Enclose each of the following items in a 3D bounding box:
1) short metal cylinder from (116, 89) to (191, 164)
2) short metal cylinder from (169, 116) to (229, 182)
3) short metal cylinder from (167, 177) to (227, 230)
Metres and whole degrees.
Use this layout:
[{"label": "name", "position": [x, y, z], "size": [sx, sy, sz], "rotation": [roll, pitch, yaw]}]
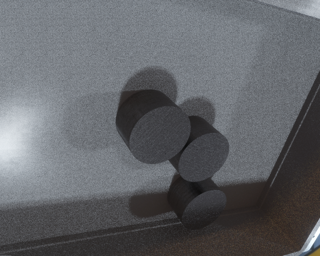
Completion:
[{"label": "short metal cylinder", "position": [-0.009, -0.002, 0.388], "size": [0.081, 0.050, 0.079], "rotation": [-14, 125, -21]}, {"label": "short metal cylinder", "position": [0.050, 0.029, 0.440], "size": [0.081, 0.050, 0.079], "rotation": [-14, 125, -21]}, {"label": "short metal cylinder", "position": [0.059, 0.116, 0.499], "size": [0.081, 0.050, 0.079], "rotation": [-14, 125, -21]}]
